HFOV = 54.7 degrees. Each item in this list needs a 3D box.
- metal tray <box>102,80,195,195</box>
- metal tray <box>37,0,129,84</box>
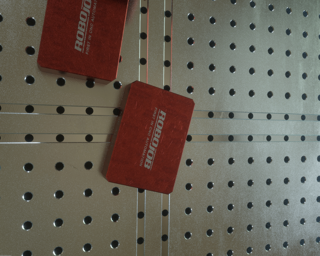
[{"bbox_3d":[-0.014,0.013,0.406,0.091,0.030,0.129,17,84,-20],"label":"metal tray"},{"bbox_3d":[-0.091,-0.126,0.377,0.091,0.030,0.129,9,87,-20],"label":"metal tray"}]
